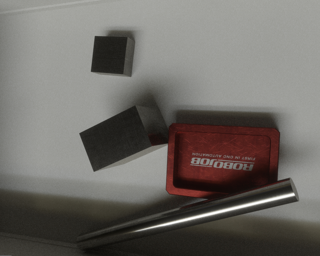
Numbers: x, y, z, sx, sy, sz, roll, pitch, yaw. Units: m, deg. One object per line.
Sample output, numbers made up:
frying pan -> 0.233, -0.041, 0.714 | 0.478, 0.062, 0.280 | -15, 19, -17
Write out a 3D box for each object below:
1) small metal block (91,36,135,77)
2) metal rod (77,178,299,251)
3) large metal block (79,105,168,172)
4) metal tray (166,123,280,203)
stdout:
small metal block -> -0.065, -0.100, 0.432 | 0.050, 0.025, 0.050 | 8, 93, 19
metal rod -> 0.013, 0.114, 0.383 | 0.300, 0.025, 0.025 | -22, 83, 26
large metal block -> -0.039, 0.013, 0.394 | 0.080, 0.080, 0.050 | -25, 82, 18
metal tray -> 0.075, 0.041, 0.380 | 0.130, 0.030, 0.089 | 3, 91, 19
